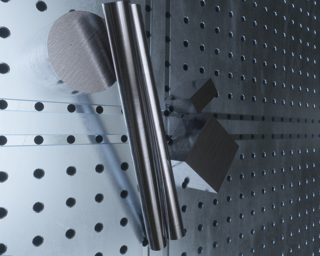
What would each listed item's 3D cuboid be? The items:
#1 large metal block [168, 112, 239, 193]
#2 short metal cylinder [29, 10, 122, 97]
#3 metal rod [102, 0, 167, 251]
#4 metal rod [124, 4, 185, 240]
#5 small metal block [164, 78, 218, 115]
[{"bbox_3d":[0.058,0.035,0.442,0.080,0.050,0.080,45,63,-31],"label":"large metal block"},{"bbox_3d":[-0.086,-0.074,0.321,0.081,0.050,0.079,0,90,-40],"label":"short metal cylinder"},{"bbox_3d":[-0.022,0.017,0.348,0.025,0.025,0.298,-27,120,-37],"label":"metal rod"},{"bbox_3d":[-0.007,-0.002,0.396,0.025,0.025,0.298,-16,99,-39],"label":"metal rod"},{"bbox_3d":[0.043,-0.043,0.429,0.050,0.050,0.025,-45,118,-30],"label":"small metal block"}]
